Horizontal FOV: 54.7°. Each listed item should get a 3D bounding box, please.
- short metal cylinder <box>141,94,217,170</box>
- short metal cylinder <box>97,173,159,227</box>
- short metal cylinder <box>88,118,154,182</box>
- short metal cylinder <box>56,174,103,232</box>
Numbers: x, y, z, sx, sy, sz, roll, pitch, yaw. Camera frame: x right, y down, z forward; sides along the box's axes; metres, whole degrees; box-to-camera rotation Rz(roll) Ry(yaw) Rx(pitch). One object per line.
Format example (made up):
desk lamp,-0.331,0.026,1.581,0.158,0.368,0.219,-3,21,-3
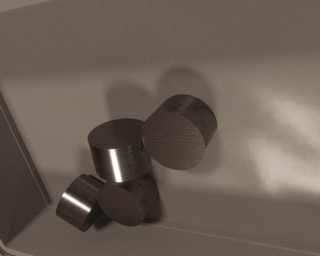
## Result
short metal cylinder,0.024,0.005,0.382,0.080,0.050,0.079,13,124,20
short metal cylinder,-0.049,0.105,0.482,0.080,0.050,0.079,13,124,20
short metal cylinder,-0.051,0.027,0.416,0.080,0.080,0.050,7,122,24
short metal cylinder,-0.125,0.123,0.513,0.050,0.080,0.079,28,128,10
